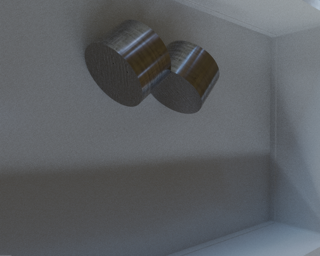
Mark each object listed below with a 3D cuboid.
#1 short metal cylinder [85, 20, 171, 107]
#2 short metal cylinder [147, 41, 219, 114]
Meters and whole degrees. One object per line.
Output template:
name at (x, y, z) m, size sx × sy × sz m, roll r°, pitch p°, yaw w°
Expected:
short metal cylinder at (-0.035, -0.070, 0.341) m, size 0.050 × 0.080 × 0.080 m, roll -47°, pitch 118°, yaw -30°
short metal cylinder at (0.028, -0.063, 0.394) m, size 0.080 × 0.080 × 0.050 m, roll 48°, pitch 62°, yaw -30°
